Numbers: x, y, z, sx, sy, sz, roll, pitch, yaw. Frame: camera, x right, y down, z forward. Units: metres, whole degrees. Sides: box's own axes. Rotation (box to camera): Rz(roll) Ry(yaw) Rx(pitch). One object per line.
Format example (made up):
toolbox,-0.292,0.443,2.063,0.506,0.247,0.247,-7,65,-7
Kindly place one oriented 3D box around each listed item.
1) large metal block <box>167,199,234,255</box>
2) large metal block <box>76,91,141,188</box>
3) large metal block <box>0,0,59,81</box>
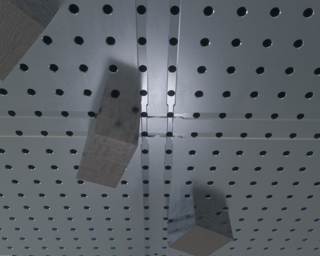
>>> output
large metal block,0.069,0.181,0.549,0.080,0.050,0.080,26,125,-21
large metal block,-0.063,0.014,0.387,0.050,0.080,0.080,18,128,-15
large metal block,-0.162,-0.107,0.303,0.080,0.050,0.080,-37,121,27
